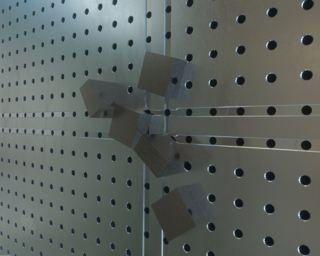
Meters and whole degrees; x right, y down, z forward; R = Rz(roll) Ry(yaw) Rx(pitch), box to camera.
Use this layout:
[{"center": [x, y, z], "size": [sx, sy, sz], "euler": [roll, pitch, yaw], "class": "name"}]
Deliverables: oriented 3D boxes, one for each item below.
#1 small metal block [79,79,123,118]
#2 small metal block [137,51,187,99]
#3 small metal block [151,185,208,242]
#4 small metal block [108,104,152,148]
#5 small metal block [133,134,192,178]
[{"center": [-0.085, -0.043, 0.461], "size": [0.025, 0.050, 0.050], "euler": [-36, 68, 34], "class": "small metal block"}, {"center": [0.002, -0.070, 0.406], "size": [0.050, 0.025, 0.050], "euler": [23, 104, 37], "class": "small metal block"}, {"center": [0.023, 0.107, 0.389], "size": [0.050, 0.025, 0.050], "euler": [-41, 65, 32], "class": "small metal block"}, {"center": [-0.043, -0.004, 0.443], "size": [0.050, 0.025, 0.050], "euler": [23, 105, 37], "class": "small metal block"}, {"center": [0.004, 0.033, 0.388], "size": [0.050, 0.050, 0.025], "euler": [47, 118, 29], "class": "small metal block"}]
